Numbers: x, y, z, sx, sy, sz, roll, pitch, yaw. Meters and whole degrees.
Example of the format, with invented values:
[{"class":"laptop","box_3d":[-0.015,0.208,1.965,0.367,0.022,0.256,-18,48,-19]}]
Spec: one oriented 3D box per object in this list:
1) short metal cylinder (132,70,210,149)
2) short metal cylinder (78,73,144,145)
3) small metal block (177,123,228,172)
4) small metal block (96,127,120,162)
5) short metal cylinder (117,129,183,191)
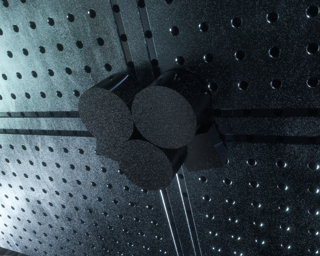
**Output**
[{"class":"short metal cylinder","box_3d":[0.014,-0.022,0.369,0.080,0.050,0.079,13,124,21]},{"class":"short metal cylinder","box_3d":[-0.058,-0.025,0.405,0.080,0.050,0.079,13,124,21]},{"class":"small metal block","box_3d":[0.052,0.026,0.395,0.050,0.025,0.050,-15,111,34]},{"class":"small metal block","box_3d":[-0.065,0.020,0.453,0.050,0.025,0.050,19,126,17]},{"class":"short metal cylinder","box_3d":[-0.010,0.037,0.419,0.080,0.050,0.079,13,124,21]}]
